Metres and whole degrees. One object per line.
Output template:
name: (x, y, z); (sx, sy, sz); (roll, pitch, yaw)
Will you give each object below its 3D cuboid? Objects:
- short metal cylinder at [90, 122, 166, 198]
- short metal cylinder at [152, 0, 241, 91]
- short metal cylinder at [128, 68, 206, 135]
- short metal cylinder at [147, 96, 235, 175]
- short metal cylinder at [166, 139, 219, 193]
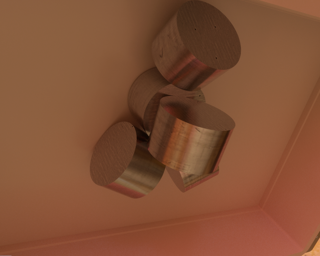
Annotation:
short metal cylinder: (-0.039, 0.039, 0.373); (0.050, 0.080, 0.080); (33, 100, -38)
short metal cylinder: (0.038, -0.086, 0.330); (0.081, 0.080, 0.050); (4, 159, -30)
short metal cylinder: (0.008, -0.028, 0.376); (0.081, 0.050, 0.079); (-14, 124, -21)
short metal cylinder: (0.032, 0.005, 0.326); (0.081, 0.080, 0.050); (3, 117, -30)
short metal cylinder: (0.035, 0.039, 0.414); (0.050, 0.080, 0.080); (-25, 128, -12)
